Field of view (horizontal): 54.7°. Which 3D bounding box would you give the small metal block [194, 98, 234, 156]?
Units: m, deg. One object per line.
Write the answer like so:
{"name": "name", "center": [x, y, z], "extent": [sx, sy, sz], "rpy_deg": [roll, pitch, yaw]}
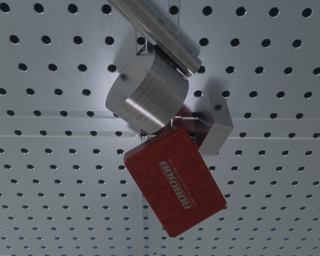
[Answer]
{"name": "small metal block", "center": [0.067, -0.001, 0.395], "extent": [0.025, 0.050, 0.050], "rpy_deg": [14, 129, -12]}

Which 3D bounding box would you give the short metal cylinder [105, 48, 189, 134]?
{"name": "short metal cylinder", "center": [-0.015, -0.040, 0.342], "extent": [0.050, 0.080, 0.080], "rpy_deg": [37, 121, -27]}

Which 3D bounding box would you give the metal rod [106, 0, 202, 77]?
{"name": "metal rod", "center": [-0.066, -0.150, 0.282], "extent": [0.025, 0.025, 0.301], "rpy_deg": [-36, 122, 26]}

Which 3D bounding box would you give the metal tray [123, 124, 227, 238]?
{"name": "metal tray", "center": [0.021, 0.071, 0.419], "extent": [0.090, 0.030, 0.130], "rpy_deg": [-30, 104, -3]}

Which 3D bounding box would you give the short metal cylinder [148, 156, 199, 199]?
{"name": "short metal cylinder", "center": [0.021, 0.075, 0.460], "extent": [0.081, 0.050, 0.079], "rpy_deg": [0, 130, 0]}
